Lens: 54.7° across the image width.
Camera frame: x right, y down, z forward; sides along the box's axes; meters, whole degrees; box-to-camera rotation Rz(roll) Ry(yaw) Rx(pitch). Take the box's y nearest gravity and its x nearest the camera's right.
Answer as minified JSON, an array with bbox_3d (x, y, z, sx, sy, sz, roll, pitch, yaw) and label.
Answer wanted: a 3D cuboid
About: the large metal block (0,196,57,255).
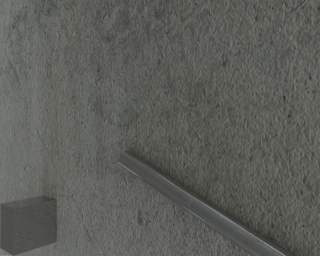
[{"bbox_3d":[-0.239,0.175,0.567,0.050,0.081,0.079,1,91,40],"label":"large metal block"}]

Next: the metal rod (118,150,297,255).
[{"bbox_3d":[0.057,0.099,0.357,0.300,0.025,0.025,27,107,36],"label":"metal rod"}]
